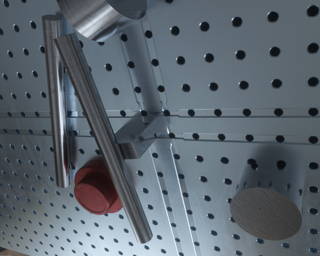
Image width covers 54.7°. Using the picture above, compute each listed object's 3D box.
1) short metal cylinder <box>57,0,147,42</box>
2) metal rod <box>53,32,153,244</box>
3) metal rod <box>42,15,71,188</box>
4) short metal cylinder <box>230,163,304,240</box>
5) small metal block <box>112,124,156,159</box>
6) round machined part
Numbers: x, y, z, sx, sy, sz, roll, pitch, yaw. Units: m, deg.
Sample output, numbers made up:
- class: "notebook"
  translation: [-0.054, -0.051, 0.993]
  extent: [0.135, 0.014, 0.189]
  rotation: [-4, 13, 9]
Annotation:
- class: "short metal cylinder"
  translation: [-0.059, -0.138, 0.322]
  extent: [0.050, 0.080, 0.080]
  rotation: [-21, 107, 36]
- class: "metal rod"
  translation: [-0.064, 0.030, 0.398]
  extent: [0.025, 0.025, 0.298]
  rotation: [-3, 117, 30]
- class: "metal rod"
  translation: [-0.157, -0.020, 0.481]
  extent: [0.025, 0.025, 0.298]
  rotation: [20, 126, 16]
- class: "short metal cylinder"
  translation: [0.132, 0.090, 0.381]
  extent: [0.080, 0.050, 0.079]
  rotation: [13, 124, 21]
- class: "small metal block"
  translation: [-0.042, 0.019, 0.429]
  extent: [0.050, 0.050, 0.025]
  rotation: [-6, 115, 31]
- class: "round machined part"
  translation: [-0.105, 0.107, 0.522]
  extent: [0.098, 0.042, 0.097]
  rotation: [13, 124, 21]
